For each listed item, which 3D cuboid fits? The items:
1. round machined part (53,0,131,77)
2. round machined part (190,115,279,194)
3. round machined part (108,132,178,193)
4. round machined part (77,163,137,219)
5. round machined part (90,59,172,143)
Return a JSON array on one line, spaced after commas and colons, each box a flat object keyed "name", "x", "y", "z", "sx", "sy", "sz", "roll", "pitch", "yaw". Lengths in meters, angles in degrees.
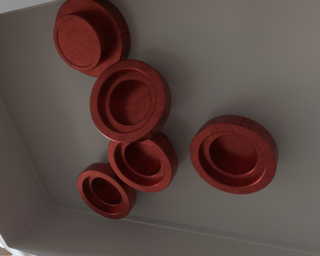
[{"name": "round machined part", "x": -0.089, "y": -0.108, "z": 0.378, "sx": 0.098, "sy": 0.042, "sz": 0.097, "roll": 13, "pitch": 124, "yaw": 21}, {"name": "round machined part", "x": 0.089, "y": 0.027, "z": 0.368, "sx": 0.098, "sy": 0.042, "sz": 0.097, "roll": 13, "pitch": 124, "yaw": 21}, {"name": "round machined part", "x": -0.020, "y": 0.039, "z": 0.432, "sx": 0.098, "sy": 0.042, "sz": 0.097, "roll": 13, "pitch": 124, "yaw": 21}, {"name": "round machined part", "x": -0.081, "y": 0.096, "z": 0.500, "sx": 0.098, "sy": 0.042, "sz": 0.097, "roll": 13, "pitch": 124, "yaw": 21}, {"name": "round machined part", "x": -0.032, "y": -0.030, "z": 0.377, "sx": 0.098, "sy": 0.042, "sz": 0.097, "roll": -2, "pitch": 84, "yaw": 21}]
